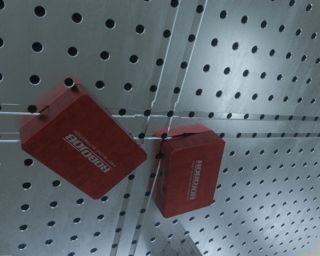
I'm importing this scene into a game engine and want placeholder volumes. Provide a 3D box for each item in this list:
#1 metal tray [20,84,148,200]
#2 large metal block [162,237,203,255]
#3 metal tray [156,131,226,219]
[{"bbox_3d":[-0.087,0.022,0.374,0.090,0.030,0.130,-41,130,-1],"label":"metal tray"},{"bbox_3d":[0.042,0.258,0.558,0.050,0.080,0.079,3,117,-30],"label":"large metal block"},{"bbox_3d":[0.045,0.073,0.478,0.091,0.030,0.129,-9,123,-24],"label":"metal tray"}]
